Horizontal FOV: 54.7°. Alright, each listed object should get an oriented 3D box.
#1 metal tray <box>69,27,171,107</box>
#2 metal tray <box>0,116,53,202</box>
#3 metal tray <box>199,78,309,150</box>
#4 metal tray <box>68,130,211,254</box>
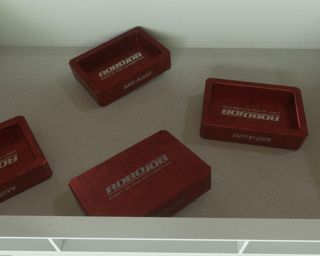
[{"bbox_3d":[-0.059,-0.098,0.475,0.131,0.030,0.090,-33,58,-18],"label":"metal tray"},{"bbox_3d":[-0.206,0.047,0.360,0.131,0.030,0.090,-27,55,-21],"label":"metal tray"},{"bbox_3d":[0.123,-0.022,0.420,0.131,0.030,0.090,7,50,6],"label":"metal tray"},{"bbox_3d":[-0.020,0.062,0.339,0.131,0.030,0.090,-29,45,-22],"label":"metal tray"}]
